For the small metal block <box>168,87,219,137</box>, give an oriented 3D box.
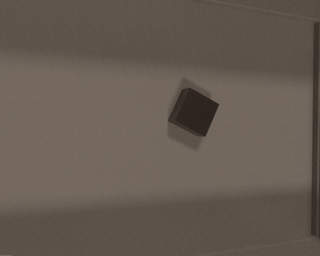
[{"bbox_3d":[0.047,-0.021,0.429,0.050,0.025,0.050,27,81,-19],"label":"small metal block"}]
